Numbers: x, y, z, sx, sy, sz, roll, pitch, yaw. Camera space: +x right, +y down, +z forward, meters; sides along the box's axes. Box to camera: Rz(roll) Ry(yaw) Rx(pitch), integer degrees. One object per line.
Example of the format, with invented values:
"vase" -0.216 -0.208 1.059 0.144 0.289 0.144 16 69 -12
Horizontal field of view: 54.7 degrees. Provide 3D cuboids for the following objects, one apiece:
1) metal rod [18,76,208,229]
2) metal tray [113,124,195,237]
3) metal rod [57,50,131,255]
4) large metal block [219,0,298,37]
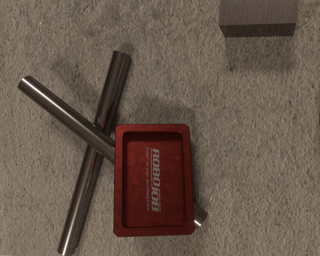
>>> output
"metal rod" -0.066 0.028 0.408 0.300 0.025 0.025 37 102 7
"metal tray" -0.008 0.061 0.373 0.091 0.030 0.129 0 73 -4
"metal rod" -0.095 0.039 0.441 0.025 0.025 0.298 19 96 18
"large metal block" 0.115 -0.151 0.355 0.080 0.050 0.079 5 92 19
